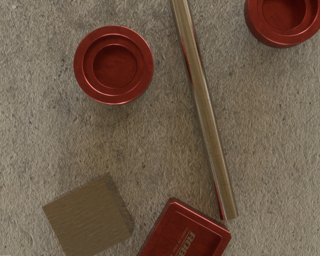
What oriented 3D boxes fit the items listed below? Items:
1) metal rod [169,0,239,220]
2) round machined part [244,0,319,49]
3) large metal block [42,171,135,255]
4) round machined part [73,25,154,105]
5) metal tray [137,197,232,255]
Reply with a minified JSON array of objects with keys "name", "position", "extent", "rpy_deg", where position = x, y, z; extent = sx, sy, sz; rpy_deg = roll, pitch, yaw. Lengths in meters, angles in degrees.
[{"name":"metal rod","position":[0.058,-0.028,0.410],"extent":[0.025,0.025,0.298],"rpy_deg":[-13,90,0]},{"name":"round machined part","position":[0.158,-0.152,0.404],"extent":[0.099,0.042,0.097],"rpy_deg":[0,90,-1]},{"name":"large metal block","position":[-0.088,0.113,0.396],"extent":[0.080,0.050,0.080],"rpy_deg":[-26,90,-1]},{"name":"round machined part","position":[-0.057,-0.078,0.401],"extent":[0.099,0.042,0.097],"rpy_deg":[0,90,-1]},{"name":"metal tray","position":[0.022,0.170,0.407],"extent":[0.090,0.030,0.130],"rpy_deg":[30,90,-1]}]
